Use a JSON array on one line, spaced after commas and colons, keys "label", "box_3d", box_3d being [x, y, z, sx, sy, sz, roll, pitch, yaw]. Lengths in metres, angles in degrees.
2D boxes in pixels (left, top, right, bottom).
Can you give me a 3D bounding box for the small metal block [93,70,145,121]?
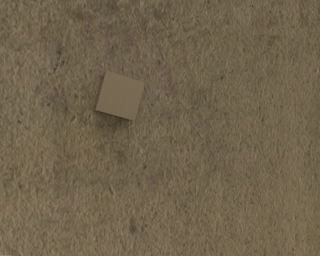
[{"label": "small metal block", "box_3d": [-0.052, -0.039, 0.390, 0.050, 0.025, 0.050, 16, 85, -20]}]
